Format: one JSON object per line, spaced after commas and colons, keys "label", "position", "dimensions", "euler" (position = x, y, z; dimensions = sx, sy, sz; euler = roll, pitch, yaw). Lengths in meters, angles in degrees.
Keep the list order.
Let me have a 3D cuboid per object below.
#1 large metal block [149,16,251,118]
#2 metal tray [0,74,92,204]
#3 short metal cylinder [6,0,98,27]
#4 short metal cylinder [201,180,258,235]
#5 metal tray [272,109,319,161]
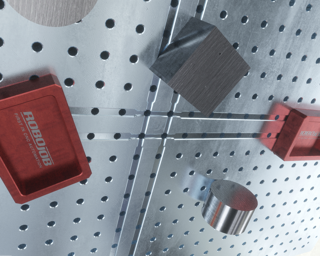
{"label": "large metal block", "position": [0.049, -0.072, 0.377], "dimensions": [0.080, 0.050, 0.080], "euler": [34, 99, -39]}
{"label": "metal tray", "position": [-0.137, 0.015, 0.342], "dimensions": [0.091, 0.030, 0.129], "euler": [-21, 127, -16]}
{"label": "short metal cylinder", "position": [-0.095, -0.132, 0.261], "dimensions": [0.081, 0.050, 0.079], "euler": [-14, 124, -21]}
{"label": "short metal cylinder", "position": [0.116, 0.131, 0.520], "dimensions": [0.081, 0.080, 0.050], "euler": [2, 118, -29]}
{"label": "metal tray", "position": [0.277, 0.015, 0.568], "dimensions": [0.131, 0.030, 0.089], "euler": [2, 118, -30]}
